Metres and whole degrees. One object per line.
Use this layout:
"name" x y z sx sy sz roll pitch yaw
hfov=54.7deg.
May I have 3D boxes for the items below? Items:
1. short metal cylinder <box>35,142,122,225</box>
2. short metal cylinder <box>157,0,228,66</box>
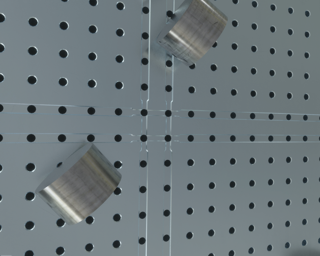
"short metal cylinder" -0.091 0.061 0.350 0.080 0.080 0.050 -43 104 -15
"short metal cylinder" 0.040 -0.127 0.398 0.050 0.080 0.080 35 79 -17
